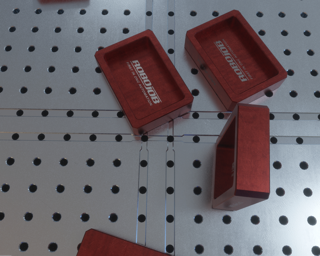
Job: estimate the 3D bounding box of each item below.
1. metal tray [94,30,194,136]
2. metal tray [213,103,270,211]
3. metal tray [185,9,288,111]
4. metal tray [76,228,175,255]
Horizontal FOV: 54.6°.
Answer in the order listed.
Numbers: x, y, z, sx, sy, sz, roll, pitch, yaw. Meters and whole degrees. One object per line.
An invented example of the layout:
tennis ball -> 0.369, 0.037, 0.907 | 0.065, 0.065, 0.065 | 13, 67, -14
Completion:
metal tray -> -0.023, -0.066, 0.432 | 0.090, 0.030, 0.130 | -26, 72, -9
metal tray -> 0.085, 0.039, 0.342 | 0.030, 0.130, 0.090 | 6, 70, 2
metal tray -> 0.105, -0.099, 0.445 | 0.090, 0.030, 0.130 | -27, 72, -10
metal tray -> -0.034, 0.176, 0.345 | 0.130, 0.030, 0.090 | 17, 71, 6
